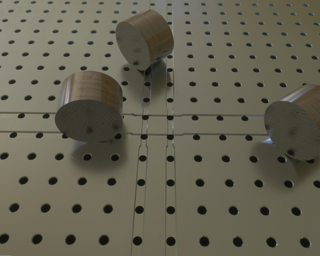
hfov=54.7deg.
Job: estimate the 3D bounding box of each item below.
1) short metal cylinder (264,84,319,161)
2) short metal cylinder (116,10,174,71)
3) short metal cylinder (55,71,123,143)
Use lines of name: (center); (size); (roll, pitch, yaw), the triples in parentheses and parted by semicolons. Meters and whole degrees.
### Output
short metal cylinder: (0.177, -0.007, 0.379); (0.050, 0.080, 0.080); (-29, 56, -22)
short metal cylinder: (-0.025, -0.138, 0.487); (0.050, 0.080, 0.080); (-37, 59, -27)
short metal cylinder: (-0.088, -0.025, 0.392); (0.081, 0.080, 0.050); (-4, 50, -3)
